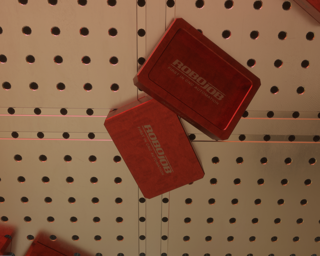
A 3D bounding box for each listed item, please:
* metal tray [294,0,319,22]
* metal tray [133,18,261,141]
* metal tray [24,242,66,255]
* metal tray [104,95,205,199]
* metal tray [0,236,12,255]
[{"bbox_3d":[0.181,-0.187,0.344,0.130,0.030,0.090,34,106,-12],"label":"metal tray"},{"bbox_3d":[0.046,-0.055,0.372,0.130,0.030,0.090,34,82,-12],"label":"metal tray"},{"bbox_3d":[-0.170,0.250,0.500,0.130,0.030,0.090,32,107,-12],"label":"metal tray"},{"bbox_3d":[-0.005,0.024,0.420,0.090,0.030,0.129,-23,109,8],"label":"metal tray"},{"bbox_3d":[-0.293,0.227,0.490,0.091,0.030,0.129,13,110,-6],"label":"metal tray"}]
